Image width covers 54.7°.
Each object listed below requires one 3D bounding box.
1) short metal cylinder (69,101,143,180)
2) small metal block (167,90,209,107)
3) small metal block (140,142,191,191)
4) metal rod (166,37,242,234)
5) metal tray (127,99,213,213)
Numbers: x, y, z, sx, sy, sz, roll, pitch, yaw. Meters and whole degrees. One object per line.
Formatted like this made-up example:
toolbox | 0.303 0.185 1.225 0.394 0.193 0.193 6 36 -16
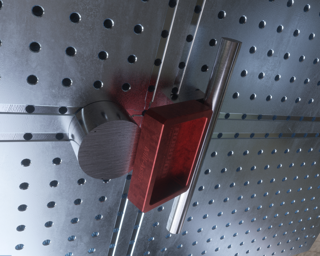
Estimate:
short metal cylinder | -0.063 0.014 0.370 0.081 0.050 0.079 -14 125 -21
small metal block | 0.037 -0.020 0.421 0.050 0.025 0.050 -14 125 -21
small metal block | 0.009 0.057 0.452 0.050 0.025 0.050 -43 130 1
metal rod | 0.053 0.028 0.426 0.025 0.025 0.298 -1 119 -28
metal tray | 0.012 0.034 0.386 0.091 0.030 0.129 -15 127 -44
